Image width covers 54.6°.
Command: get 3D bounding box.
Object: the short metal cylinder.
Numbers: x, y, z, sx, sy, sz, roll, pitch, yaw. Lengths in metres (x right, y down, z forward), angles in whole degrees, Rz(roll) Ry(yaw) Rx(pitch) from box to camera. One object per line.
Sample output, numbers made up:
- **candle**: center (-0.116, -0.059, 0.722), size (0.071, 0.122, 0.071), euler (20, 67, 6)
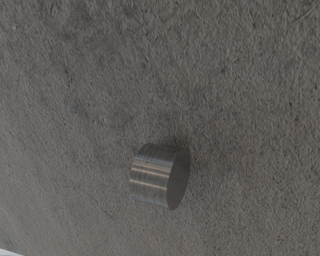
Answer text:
- **short metal cylinder**: center (0.002, 0.063, 0.409), size (0.050, 0.080, 0.080), euler (9, 123, 23)
